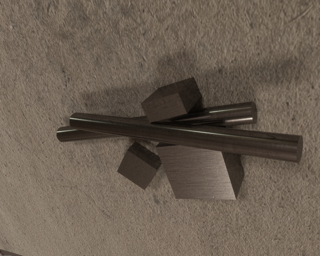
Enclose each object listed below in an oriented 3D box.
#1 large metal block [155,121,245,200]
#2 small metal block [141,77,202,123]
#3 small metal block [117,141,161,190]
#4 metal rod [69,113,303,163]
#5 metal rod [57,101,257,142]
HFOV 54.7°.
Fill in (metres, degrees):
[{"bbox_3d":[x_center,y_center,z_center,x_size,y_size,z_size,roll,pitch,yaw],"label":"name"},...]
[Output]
[{"bbox_3d":[0.052,0.042,0.388,0.080,0.050,0.080,-7,115,31],"label":"large metal block"},{"bbox_3d":[0.014,-0.033,0.362,0.050,0.050,0.025,-13,111,33],"label":"small metal block"},{"bbox_3d":[-0.029,0.056,0.455,0.050,0.025,0.050,33,129,6],"label":"small metal block"},{"bbox_3d":[0.002,0.004,0.361,0.300,0.025,0.025,7,122,35],"label":"metal rod"},{"bbox_3d":[-0.025,-0.003,0.416,0.300,0.025,0.025,-6,116,30],"label":"metal rod"}]
